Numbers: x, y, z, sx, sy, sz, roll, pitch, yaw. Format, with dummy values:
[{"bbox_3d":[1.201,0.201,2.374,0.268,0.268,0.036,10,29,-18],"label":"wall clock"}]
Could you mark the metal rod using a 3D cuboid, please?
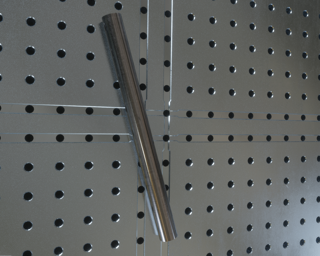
[{"bbox_3d":[-0.025,0.003,0.404,0.025,0.025,0.298,-16,96,-20],"label":"metal rod"}]
